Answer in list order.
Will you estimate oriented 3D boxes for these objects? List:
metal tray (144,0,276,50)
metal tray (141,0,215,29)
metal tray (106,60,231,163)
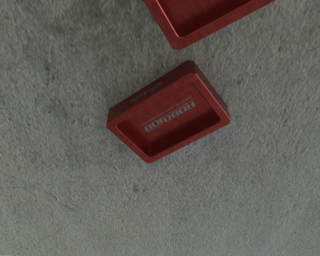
[{"bbox_3d":[0.048,-0.133,0.251,0.130,0.030,0.090,-24,127,18],"label":"metal tray"},{"bbox_3d":[0.001,-0.158,0.269,0.131,0.030,0.089,23,126,-19],"label":"metal tray"},{"bbox_3d":[0.010,-0.015,0.391,0.130,0.030,0.090,-29,125,22],"label":"metal tray"}]
